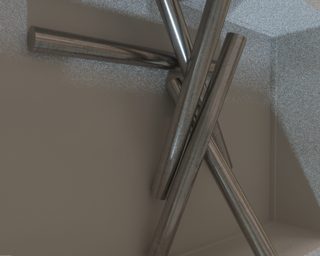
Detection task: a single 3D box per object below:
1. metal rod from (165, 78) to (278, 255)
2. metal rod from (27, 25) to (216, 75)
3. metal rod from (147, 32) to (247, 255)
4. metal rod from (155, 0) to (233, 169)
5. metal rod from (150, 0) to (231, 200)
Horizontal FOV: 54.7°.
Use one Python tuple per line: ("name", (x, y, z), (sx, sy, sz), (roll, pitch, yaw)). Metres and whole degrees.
("metal rod", (0.085, 0.069, 0.395), (0.025, 0.025, 0.299), (-18, 76, -39))
("metal rod", (-0.009, -0.090, 0.398), (0.302, 0.025, 0.025), (-1, 91, -40))
("metal rod", (0.043, 0.030, 0.383), (0.025, 0.025, 0.298), (16, 95, -39))
("metal rod", (0.050, -0.056, 0.420), (0.025, 0.025, 0.299), (-44, 125, -31))
("metal rod", (0.038, -0.048, 0.361), (0.025, 0.025, 0.298), (-1, 115, -40))
